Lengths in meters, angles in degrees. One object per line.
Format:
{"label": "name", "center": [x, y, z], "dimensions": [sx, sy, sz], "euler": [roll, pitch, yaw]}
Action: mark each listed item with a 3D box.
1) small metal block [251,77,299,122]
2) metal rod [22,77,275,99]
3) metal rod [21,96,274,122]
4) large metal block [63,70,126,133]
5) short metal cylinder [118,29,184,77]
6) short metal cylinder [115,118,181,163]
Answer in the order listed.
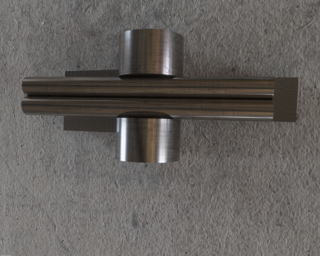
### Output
{"label": "small metal block", "center": [0.133, -0.033, 0.363], "dimensions": [0.050, 0.025, 0.050], "euler": [3, 91, 20]}
{"label": "metal rod", "center": [-0.023, -0.049, 0.371], "dimensions": [0.301, 0.025, 0.025], "euler": [2, 91, 12]}
{"label": "metal rod", "center": [-0.024, -0.024, 0.371], "dimensions": [0.301, 0.025, 0.025], "euler": [2, 91, 12]}
{"label": "large metal block", "center": [-0.082, -0.035, 0.426], "dimensions": [0.080, 0.050, 0.080], "euler": [2, 91, 20]}
{"label": "short metal cylinder", "center": [-0.011, -0.086, 0.385], "dimensions": [0.080, 0.080, 0.050], "euler": [2, 91, 20]}
{"label": "short metal cylinder", "center": [-0.015, 0.013, 0.386], "dimensions": [0.080, 0.080, 0.050], "euler": [2, 91, 20]}
